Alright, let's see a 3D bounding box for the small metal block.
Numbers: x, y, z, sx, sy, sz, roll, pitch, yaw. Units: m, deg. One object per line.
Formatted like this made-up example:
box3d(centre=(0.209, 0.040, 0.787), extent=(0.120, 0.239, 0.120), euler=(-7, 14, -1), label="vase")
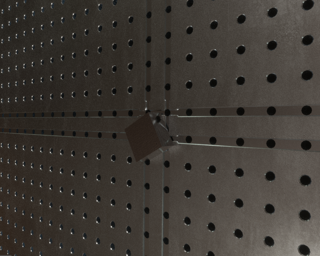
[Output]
box3d(centre=(-0.016, 0.013, 0.420), extent=(0.050, 0.025, 0.050), euler=(-34, 69, 34), label="small metal block")
